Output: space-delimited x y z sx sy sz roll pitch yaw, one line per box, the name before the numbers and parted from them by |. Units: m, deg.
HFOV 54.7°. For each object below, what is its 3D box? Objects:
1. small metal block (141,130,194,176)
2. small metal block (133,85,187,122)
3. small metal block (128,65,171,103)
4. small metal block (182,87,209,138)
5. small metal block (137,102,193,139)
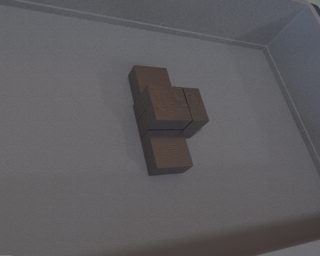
small metal block | 0.008 0.030 0.389 0.050 0.025 0.050 0 62 -28
small metal block | -0.001 -0.031 0.405 0.050 0.050 0.025 0 62 -28
small metal block | -0.013 -0.058 0.432 0.050 0.025 0.050 0 62 -28
small metal block | 0.036 -0.019 0.418 0.025 0.050 0.050 0 62 -28
small metal block | 0.005 -0.009 0.395 0.050 0.050 0.025 0 62 -28
